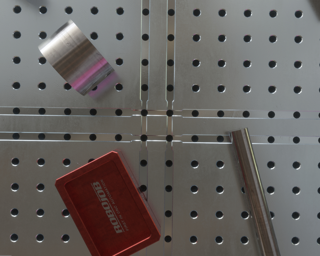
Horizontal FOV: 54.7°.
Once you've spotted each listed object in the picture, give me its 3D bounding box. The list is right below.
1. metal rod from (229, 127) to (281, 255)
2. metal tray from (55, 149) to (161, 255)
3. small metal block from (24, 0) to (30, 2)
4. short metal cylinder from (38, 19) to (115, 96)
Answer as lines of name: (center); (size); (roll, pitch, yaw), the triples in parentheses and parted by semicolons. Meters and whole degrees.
metal rod: (0.142, 0.146, 0.414); (0.025, 0.025, 0.298); (-15, 90, 0)
metal tray: (-0.067, 0.105, 0.410); (0.090, 0.030, 0.130); (-27, 90, 0)
small metal block: (-0.195, -0.195, 0.399); (0.050, 0.050, 0.025); (31, 90, 0)
short metal cylinder: (-0.102, -0.087, 0.385); (0.050, 0.080, 0.080); (-41, 90, 0)
